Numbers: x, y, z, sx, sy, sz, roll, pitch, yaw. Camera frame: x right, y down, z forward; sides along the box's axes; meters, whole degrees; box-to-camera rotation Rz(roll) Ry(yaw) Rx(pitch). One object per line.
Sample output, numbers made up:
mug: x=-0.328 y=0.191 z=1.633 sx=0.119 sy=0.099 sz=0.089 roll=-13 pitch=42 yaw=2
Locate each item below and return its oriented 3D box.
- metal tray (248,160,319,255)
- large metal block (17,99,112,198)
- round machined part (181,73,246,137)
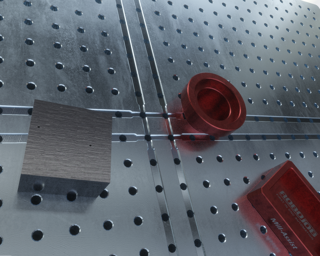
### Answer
metal tray: x=0.194 y=0.121 z=0.435 sx=0.091 sy=0.030 sz=0.130 roll=-30 pitch=78 yaw=-38
large metal block: x=-0.097 y=0.024 z=0.325 sx=0.081 sy=0.050 sz=0.080 roll=10 pitch=57 yaw=-23
round machined part: x=0.074 y=-0.030 z=0.455 sx=0.099 sy=0.042 sz=0.098 roll=14 pitch=56 yaw=-21
